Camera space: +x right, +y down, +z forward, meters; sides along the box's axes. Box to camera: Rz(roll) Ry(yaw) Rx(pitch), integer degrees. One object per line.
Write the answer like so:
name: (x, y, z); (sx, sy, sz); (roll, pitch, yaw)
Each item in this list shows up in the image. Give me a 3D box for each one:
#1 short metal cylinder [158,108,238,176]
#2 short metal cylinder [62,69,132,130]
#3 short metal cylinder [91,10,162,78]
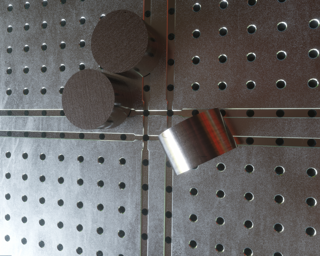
short metal cylinder: (0.044, 0.017, 0.368); (0.080, 0.080, 0.050); (-28, 81, 18)
short metal cylinder: (-0.087, -0.038, 0.430); (0.080, 0.050, 0.079); (0, 90, 20)
short metal cylinder: (-0.044, -0.110, 0.415); (0.080, 0.050, 0.079); (0, 90, 20)
